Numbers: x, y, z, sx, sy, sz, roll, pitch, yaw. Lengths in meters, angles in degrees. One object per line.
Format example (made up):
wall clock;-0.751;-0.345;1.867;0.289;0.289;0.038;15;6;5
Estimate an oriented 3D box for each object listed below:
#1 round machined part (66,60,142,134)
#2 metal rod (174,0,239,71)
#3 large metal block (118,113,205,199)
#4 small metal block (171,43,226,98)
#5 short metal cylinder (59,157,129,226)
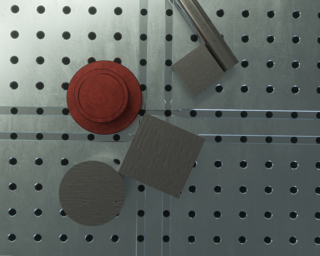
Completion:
round machined part;-0.073;-0.040;0.404;0.099;0.042;0.097;0;90;-1
metal rod;0.011;-0.205;0.413;0.025;0.025;0.299;-34;90;0
large metal block;0.002;0.034;0.401;0.080;0.050;0.080;24;90;-1
small metal block;0.050;-0.075;0.414;0.050;0.025;0.050;-36;90;0
short metal cylinder;-0.082;0.079;0.400;0.081;0.050;0.079;0;90;-1
